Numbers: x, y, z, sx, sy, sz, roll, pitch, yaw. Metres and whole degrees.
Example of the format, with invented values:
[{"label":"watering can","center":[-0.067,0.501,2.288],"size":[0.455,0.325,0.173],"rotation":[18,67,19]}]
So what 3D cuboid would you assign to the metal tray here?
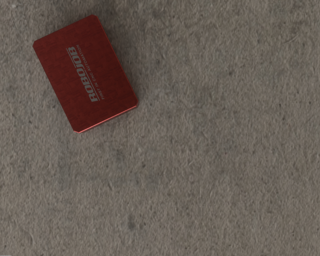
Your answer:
[{"label":"metal tray","center":[-0.094,-0.069,0.406],"size":[0.090,0.030,0.129],"rotation":[-26,90,-1]}]
